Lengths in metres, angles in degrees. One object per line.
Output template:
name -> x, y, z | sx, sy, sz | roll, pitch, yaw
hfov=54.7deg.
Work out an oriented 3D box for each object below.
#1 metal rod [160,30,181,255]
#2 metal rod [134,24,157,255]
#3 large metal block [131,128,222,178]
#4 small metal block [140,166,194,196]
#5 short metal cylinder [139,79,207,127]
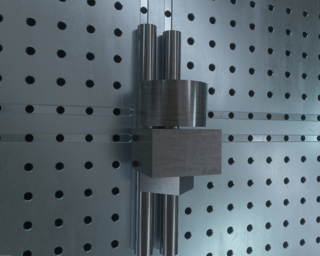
metal rod -> 0.014, 0.020, 0.420 | 0.025, 0.025, 0.298 | 1, 90, -20
metal rod -> -0.019, 0.015, 0.408 | 0.025, 0.025, 0.298 | 1, 90, -20
large metal block -> 0.016, 0.026, 0.364 | 0.081, 0.080, 0.050 | 0, 90, -20
small metal block -> 0.010, 0.063, 0.380 | 0.050, 0.050, 0.025 | 1, 90, -65
short metal cylinder -> 0.016, -0.027, 0.368 | 0.081, 0.080, 0.050 | 1, 90, -20
